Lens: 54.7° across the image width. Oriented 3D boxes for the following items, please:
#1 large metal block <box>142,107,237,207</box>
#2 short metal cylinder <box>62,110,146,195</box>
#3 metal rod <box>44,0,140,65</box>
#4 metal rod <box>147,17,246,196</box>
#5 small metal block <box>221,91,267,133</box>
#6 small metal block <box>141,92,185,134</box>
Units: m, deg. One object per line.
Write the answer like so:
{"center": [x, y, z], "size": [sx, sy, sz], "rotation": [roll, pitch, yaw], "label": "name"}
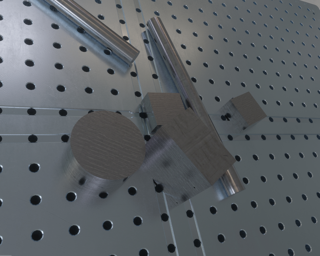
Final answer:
{"center": [0.027, 0.036, 0.366], "size": [0.050, 0.080, 0.080], "rotation": [-35, 82, -38], "label": "large metal block"}
{"center": [-0.063, 0.028, 0.342], "size": [0.081, 0.050, 0.080], "rotation": [14, 56, -21], "label": "short metal cylinder"}
{"center": [-0.156, -0.191, 0.440], "size": [0.301, 0.025, 0.025], "rotation": [37, 51, -4], "label": "metal rod"}
{"center": [0.046, -0.044, 0.459], "size": [0.025, 0.025, 0.299], "rotation": [-11, 67, -33], "label": "metal rod"}
{"center": [0.135, -0.026, 0.497], "size": [0.050, 0.025, 0.050], "rotation": [-23, 74, -36], "label": "small metal block"}
{"center": [0.007, -0.021, 0.425], "size": [0.050, 0.025, 0.050], "rotation": [-2, 63, -29], "label": "small metal block"}
